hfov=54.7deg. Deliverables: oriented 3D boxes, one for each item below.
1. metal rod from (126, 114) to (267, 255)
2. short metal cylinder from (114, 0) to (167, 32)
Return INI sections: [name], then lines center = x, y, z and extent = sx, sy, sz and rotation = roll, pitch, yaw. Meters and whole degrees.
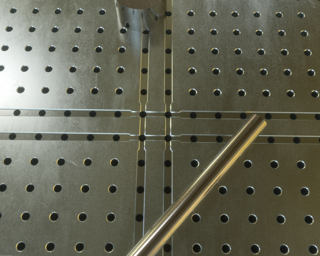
[metal rod]
center = 0.031, 0.094, 0.377
extent = 0.025, 0.025, 0.301
rotation = 41, 75, 13
[short metal cylinder]
center = -0.029, -0.195, 0.469
extent = 0.081, 0.050, 0.080
rotation = 0, 70, 0
